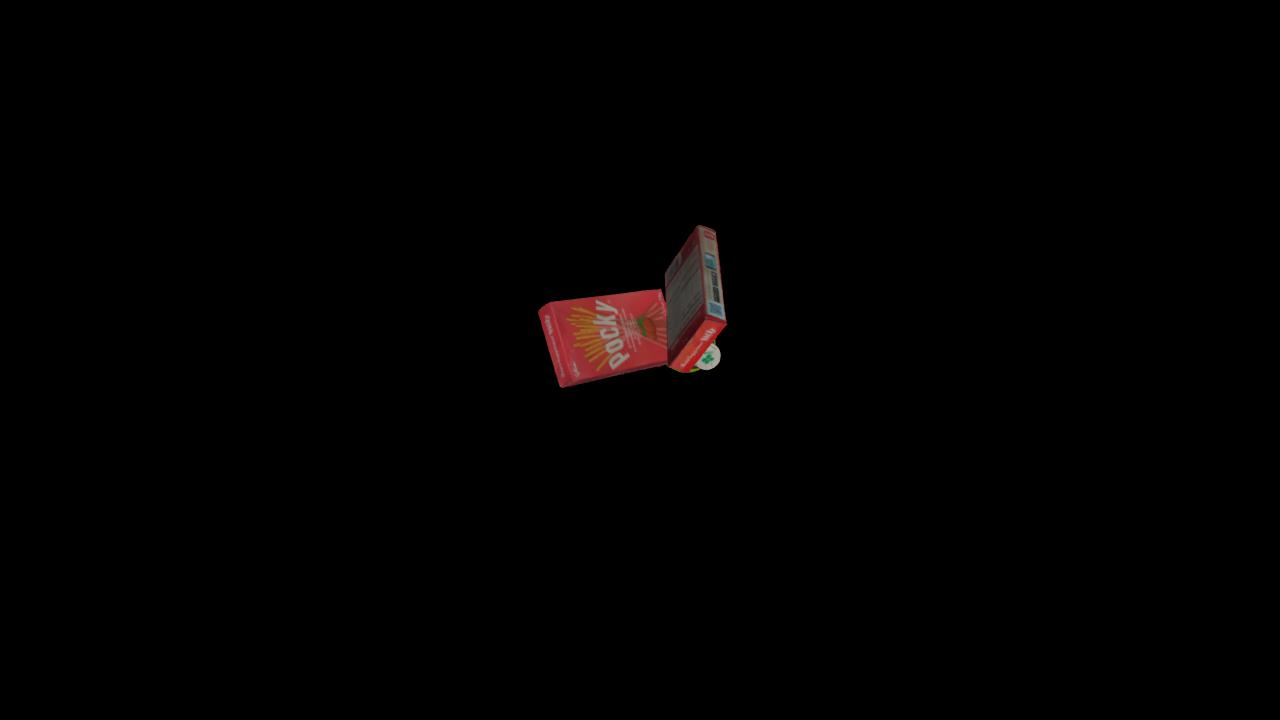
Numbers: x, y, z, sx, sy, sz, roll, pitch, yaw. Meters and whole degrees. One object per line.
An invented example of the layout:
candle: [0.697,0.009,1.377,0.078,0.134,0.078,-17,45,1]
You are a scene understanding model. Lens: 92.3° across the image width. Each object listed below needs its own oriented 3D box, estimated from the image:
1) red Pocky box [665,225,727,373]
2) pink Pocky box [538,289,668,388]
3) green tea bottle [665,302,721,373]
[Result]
red Pocky box: [0.057,-0.068,0.666,0.028,0.155,0.083,19,-45,-19]
pink Pocky box: [-0.028,-0.026,0.651,0.155,0.084,0.029,-12,-8,-40]
green tea bottle: [0.045,-0.028,0.757,0.073,0.073,0.212,0,12,-17]
